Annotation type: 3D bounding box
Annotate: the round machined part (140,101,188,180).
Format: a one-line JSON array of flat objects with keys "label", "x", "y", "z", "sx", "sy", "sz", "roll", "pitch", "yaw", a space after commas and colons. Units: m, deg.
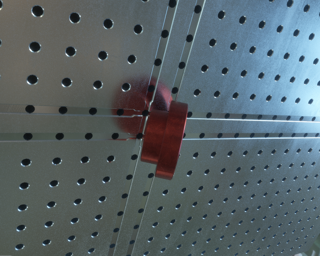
[{"label": "round machined part", "x": 0.003, "y": 0.013, "z": 0.387, "sx": 0.042, "sy": 0.098, "sz": 0.097, "roll": 13, "pitch": 116, "yaw": 1}]
